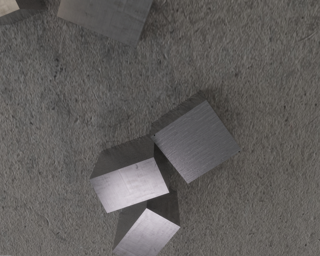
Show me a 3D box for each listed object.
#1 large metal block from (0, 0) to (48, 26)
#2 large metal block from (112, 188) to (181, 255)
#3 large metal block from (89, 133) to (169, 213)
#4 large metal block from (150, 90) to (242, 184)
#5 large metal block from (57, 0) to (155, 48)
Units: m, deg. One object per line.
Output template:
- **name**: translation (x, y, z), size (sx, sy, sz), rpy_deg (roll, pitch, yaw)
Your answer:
- **large metal block**: translation (-0.171, -0.154, 0.322), size (0.050, 0.080, 0.080), rpy_deg (-19, 109, 7)
- **large metal block**: translation (-0.018, 0.127, 0.427), size (0.050, 0.080, 0.080), rpy_deg (33, 107, -11)
- **large metal block**: translation (-0.036, 0.054, 0.400), size (0.080, 0.080, 0.050), rpy_deg (-20, 109, 7)
- **large metal block**: translation (0.045, 0.011, 0.401), size (0.080, 0.050, 0.080), rpy_deg (-34, 107, 11)
- **large metal block**: translation (-0.052, -0.129, 0.332), size (0.080, 0.080, 0.050), rpy_deg (21, 109, -8)
